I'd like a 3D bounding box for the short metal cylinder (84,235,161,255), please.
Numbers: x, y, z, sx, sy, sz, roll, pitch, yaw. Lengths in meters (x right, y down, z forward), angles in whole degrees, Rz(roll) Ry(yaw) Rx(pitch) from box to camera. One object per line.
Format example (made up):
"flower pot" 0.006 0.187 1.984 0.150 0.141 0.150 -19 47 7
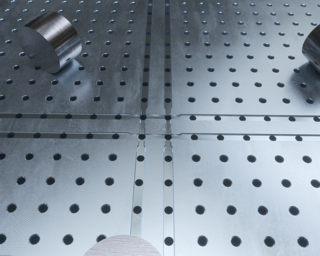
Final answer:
"short metal cylinder" -0.032 0.142 0.271 0.081 0.050 0.080 0 50 0

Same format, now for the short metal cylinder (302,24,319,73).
"short metal cylinder" 0.272 -0.124 0.480 0.081 0.080 0.050 -12 51 -10

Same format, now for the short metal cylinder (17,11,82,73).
"short metal cylinder" -0.171 -0.133 0.481 0.080 0.080 0.050 24 54 18
